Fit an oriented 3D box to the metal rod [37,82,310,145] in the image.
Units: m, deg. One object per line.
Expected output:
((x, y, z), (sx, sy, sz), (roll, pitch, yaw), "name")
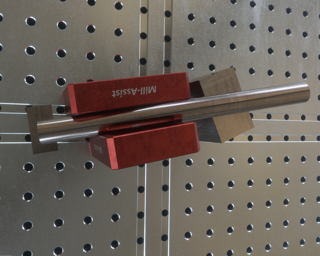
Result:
((0.025, -0.019, 0.343), (0.302, 0.025, 0.025), (-9, 94, -11), "metal rod")

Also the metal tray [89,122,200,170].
((-0.025, 0.015, 0.348), (0.091, 0.130, 0.030), (-10, 94, -20), "metal tray")

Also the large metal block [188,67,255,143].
((0.067, -0.028, 0.408), (0.050, 0.080, 0.080), (-24, 98, -19), "large metal block")

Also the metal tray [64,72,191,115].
((-0.042, -0.039, 0.362), (0.131, 0.090, 0.030), (-10, 95, -20), "metal tray")

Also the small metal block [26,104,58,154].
((-0.133, 0.001, 0.350), (0.025, 0.050, 0.050), (-9, 93, -20), "small metal block")
